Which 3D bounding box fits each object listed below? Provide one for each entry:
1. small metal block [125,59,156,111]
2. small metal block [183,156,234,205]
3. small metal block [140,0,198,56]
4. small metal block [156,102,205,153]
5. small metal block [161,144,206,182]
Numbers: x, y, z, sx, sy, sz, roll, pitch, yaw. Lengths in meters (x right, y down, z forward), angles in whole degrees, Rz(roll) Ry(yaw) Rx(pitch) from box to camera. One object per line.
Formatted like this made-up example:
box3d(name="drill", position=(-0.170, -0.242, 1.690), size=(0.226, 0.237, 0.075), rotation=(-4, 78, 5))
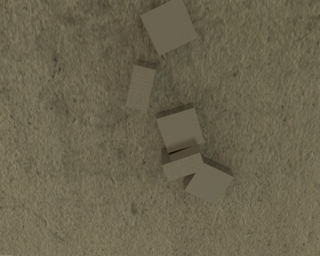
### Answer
box3d(name="small metal block", position=(-0.022, -0.054, 0.376), size=(0.025, 0.050, 0.050), rotation=(12, 110, -5))
box3d(name="small metal block", position=(0.068, 0.073, 0.438), size=(0.050, 0.025, 0.050), rotation=(26, 108, -10))
box3d(name="small metal block", position=(0.011, -0.120, 0.366), size=(0.050, 0.025, 0.050), rotation=(-24, 109, 8))
box3d(name="small metal block", position=(0.027, 0.000, 0.410), size=(0.050, 0.025, 0.050), rotation=(-17, 109, 5))
box3d(name="small metal block", position=(0.030, 0.041, 0.412), size=(0.050, 0.050, 0.025), rotation=(-19, 110, 6))
